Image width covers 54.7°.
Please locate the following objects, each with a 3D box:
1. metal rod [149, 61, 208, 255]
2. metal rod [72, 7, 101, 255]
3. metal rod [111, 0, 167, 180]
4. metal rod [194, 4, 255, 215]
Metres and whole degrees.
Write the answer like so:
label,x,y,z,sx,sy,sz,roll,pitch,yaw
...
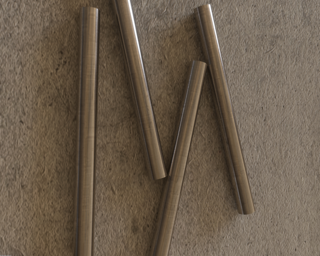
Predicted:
label,x,y,z,sx,sy,sz,roll,pitch,yaw
metal rod,0.022,0.057,0.417,0.025,0.025,0.298,14,85,-20
metal rod,-0.089,0.006,0.376,0.025,0.025,0.298,2,90,-20
metal rod,-0.032,-0.081,0.396,0.025,0.025,0.298,-13,95,-20
metal rod,0.093,-0.022,0.442,0.025,0.025,0.298,-15,95,-19
